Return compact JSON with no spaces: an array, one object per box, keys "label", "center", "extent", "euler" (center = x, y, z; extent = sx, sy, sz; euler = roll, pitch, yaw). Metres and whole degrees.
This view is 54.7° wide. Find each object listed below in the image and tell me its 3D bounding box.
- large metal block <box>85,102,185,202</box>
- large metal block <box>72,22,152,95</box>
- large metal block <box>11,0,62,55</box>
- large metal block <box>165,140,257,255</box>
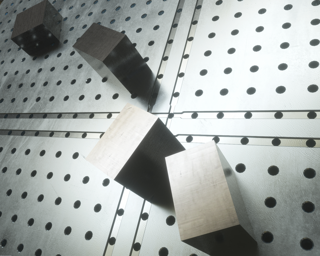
[{"label":"large metal block","center":[-0.026,0.030,0.367],"extent":[0.050,0.080,0.080],"euler":[27,76,37]},{"label":"large metal block","center":[-0.072,-0.106,0.474],"extent":[0.080,0.080,0.050],"euler":[32,79,37]},{"label":"large metal block","center":[-0.259,-0.213,0.655],"extent":[0.080,0.050,0.080],"euler":[-18,55,17]},{"label":"large metal block","center":[0.050,0.071,0.303],"extent":[0.050,0.080,0.080],"euler":[-22,54,15]}]
